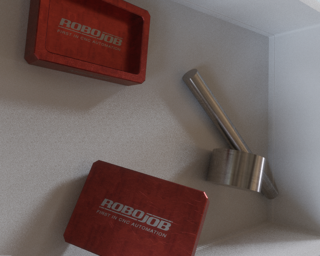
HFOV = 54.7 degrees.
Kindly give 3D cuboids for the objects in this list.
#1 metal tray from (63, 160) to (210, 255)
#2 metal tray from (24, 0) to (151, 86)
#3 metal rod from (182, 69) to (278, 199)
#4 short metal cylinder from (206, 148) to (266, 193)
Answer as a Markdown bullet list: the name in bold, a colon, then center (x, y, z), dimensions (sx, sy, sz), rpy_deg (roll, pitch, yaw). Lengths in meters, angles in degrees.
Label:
- **metal tray**: center (-0.023, 0.094, 0.323), dimensions (0.030, 0.130, 0.090), rpy_deg (61, 46, -65)
- **metal tray**: center (-0.073, -0.103, 0.342), dimensions (0.131, 0.030, 0.089), rpy_deg (7, 85, -40)
- **metal rod**: center (0.127, 0.024, 0.516), dimensions (0.300, 0.025, 0.025), rpy_deg (50, 60, -29)
- **short metal cylinder**: center (0.116, 0.065, 0.471), dimensions (0.080, 0.080, 0.050), rpy_deg (21, 77, -38)
